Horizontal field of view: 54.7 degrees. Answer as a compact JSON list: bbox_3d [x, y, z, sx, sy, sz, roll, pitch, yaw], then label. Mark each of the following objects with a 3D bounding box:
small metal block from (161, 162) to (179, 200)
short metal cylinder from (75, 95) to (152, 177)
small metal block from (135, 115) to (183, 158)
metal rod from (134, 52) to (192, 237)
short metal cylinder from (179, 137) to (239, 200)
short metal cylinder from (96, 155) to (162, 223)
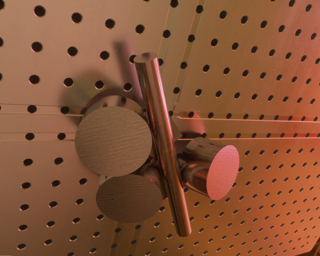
[{"bbox_3d":[0.010,0.071,0.456,0.050,0.025,0.050,-35,129,-5],"label":"small metal block"},{"bbox_3d":[-0.051,0.008,0.349,0.081,0.050,0.079,-2,109,-6],"label":"short metal cylinder"},{"bbox_3d":[-0.006,0.004,0.406,0.050,0.025,0.050,-37,129,-4],"label":"small metal block"},{"bbox_3d":[0.012,0.045,0.408,0.025,0.025,0.298,-23,127,-14],"label":"metal rod"},{"bbox_3d":[0.071,0.057,0.448,0.081,0.050,0.079,-18,115,-43],"label":"short metal cylinder"},{"bbox_3d":[-0.038,0.075,0.399,0.081,0.050,0.079,-1,120,-2],"label":"short metal cylinder"}]
